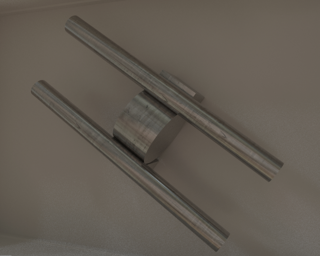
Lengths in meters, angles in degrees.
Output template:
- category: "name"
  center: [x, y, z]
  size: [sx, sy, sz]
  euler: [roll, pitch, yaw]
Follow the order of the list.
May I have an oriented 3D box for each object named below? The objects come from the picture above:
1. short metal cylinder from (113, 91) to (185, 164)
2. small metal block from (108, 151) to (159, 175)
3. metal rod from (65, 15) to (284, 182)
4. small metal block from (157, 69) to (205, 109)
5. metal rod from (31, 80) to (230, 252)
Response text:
- category: "short metal cylinder"
  center: [-0.012, -0.003, 0.383]
  size: [0.050, 0.080, 0.080]
  euler: [38, 102, 15]
- category: "small metal block"
  center: [-0.036, 0.040, 0.407]
  size: [0.050, 0.050, 0.025]
  euler: [38, 102, 15]
- category: "metal rod"
  center: [0.003, -0.043, 0.354]
  size: [0.300, 0.025, 0.025]
  euler: [38, 102, 15]
- category: "small metal block"
  center: [0.023, -0.045, 0.386]
  size: [0.050, 0.050, 0.025]
  euler: [38, 102, 15]
- category: "metal rod"
  center: [-0.047, 0.035, 0.373]
  size: [0.300, 0.025, 0.025]
  euler: [38, 102, 16]
